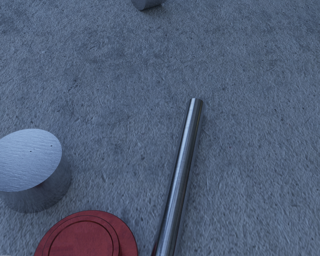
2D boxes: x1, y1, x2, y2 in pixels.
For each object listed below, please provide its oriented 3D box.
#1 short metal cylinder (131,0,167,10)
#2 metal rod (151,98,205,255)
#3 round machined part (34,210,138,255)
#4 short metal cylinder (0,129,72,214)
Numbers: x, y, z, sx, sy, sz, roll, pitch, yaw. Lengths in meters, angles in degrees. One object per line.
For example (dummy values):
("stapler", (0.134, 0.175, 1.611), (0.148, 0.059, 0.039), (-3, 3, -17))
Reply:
("short metal cylinder", (-0.026, -0.275, 0.599), (0.050, 0.080, 0.080), (-25, 55, -20))
("metal rod", (0.017, 0.079, 0.336), (0.025, 0.025, 0.300), (10, 51, 8))
("round machined part", (-0.070, 0.122, 0.289), (0.099, 0.042, 0.098), (0, 50, 0))
("short metal cylinder", (-0.145, 0.047, 0.345), (0.081, 0.050, 0.080), (0, 50, 0))
